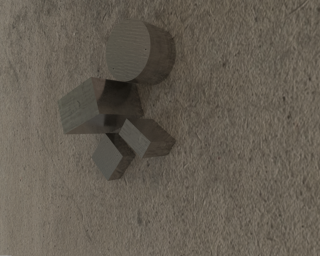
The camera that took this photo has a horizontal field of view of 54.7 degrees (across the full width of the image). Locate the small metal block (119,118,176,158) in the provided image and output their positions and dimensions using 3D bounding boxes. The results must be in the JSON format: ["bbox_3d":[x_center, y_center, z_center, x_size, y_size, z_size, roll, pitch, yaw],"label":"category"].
[{"bbox_3d":[-0.016,0.012,0.402,0.050,0.050,0.025,43,116,31],"label":"small metal block"}]

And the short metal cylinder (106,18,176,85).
[{"bbox_3d":[-0.026,-0.099,0.410,0.080,0.050,0.080,0,90,40],"label":"short metal cylinder"}]

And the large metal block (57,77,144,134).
[{"bbox_3d":[-0.084,-0.028,0.438,0.080,0.081,0.050,-25,75,37],"label":"large metal block"}]

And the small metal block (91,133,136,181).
[{"bbox_3d":[-0.071,0.042,0.463,0.050,0.025,0.050,48,118,29],"label":"small metal block"}]
